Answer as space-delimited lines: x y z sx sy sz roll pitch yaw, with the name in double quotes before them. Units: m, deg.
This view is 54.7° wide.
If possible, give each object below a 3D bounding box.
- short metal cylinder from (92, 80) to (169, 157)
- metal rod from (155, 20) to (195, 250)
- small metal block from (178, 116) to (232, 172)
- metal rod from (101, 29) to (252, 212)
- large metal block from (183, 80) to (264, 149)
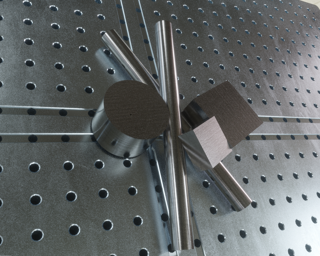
"short metal cylinder" -0.036 -0.011 0.375 0.081 0.050 0.080 14 56 -21
"metal rod" 0.015 -0.007 0.391 0.025 0.025 0.299 6 67 -25
"small metal block" 0.057 0.019 0.382 0.050 0.025 0.050 -30 93 -46
"metal rod" 0.018 -0.015 0.423 0.025 0.025 0.300 -32 80 -38
"large metal block" 0.085 -0.011 0.439 0.081 0.050 0.080 -31 79 -38
